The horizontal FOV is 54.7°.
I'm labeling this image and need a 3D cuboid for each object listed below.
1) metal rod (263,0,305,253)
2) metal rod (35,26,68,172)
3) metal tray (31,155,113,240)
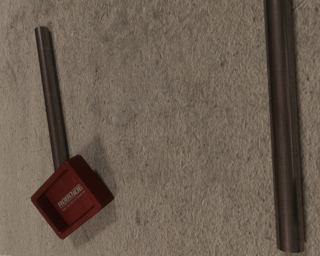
[{"bbox_3d":[0.120,-0.033,0.304,0.025,0.025,0.298,-4,87,39],"label":"metal rod"},{"bbox_3d":[-0.195,-0.041,0.562,0.025,0.025,0.298,-18,79,38],"label":"metal rod"},{"bbox_3d":[-0.145,0.114,0.499,0.129,0.030,0.090,-42,85,31],"label":"metal tray"}]
